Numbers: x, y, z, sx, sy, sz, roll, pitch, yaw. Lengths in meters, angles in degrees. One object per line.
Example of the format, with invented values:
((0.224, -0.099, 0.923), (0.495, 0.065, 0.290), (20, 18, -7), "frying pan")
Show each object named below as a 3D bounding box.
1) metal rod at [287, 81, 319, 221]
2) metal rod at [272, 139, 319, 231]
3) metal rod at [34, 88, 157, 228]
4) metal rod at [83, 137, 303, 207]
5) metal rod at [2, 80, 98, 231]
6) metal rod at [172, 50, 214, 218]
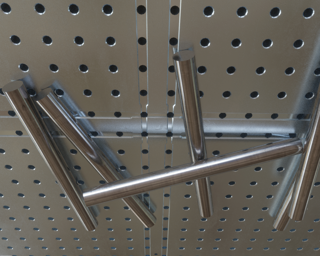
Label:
((0.203, 0.012, 0.401), (0.025, 0.025, 0.298), (-3, 124, 2), "metal rod")
((0.221, 0.062, 0.465), (0.025, 0.025, 0.298), (1, 130, -1), "metal rod")
((-0.080, 0.063, 0.463), (0.025, 0.025, 0.299), (-19, 128, 15), "metal rod")
((0.047, 0.059, 0.424), (0.302, 0.025, 0.025), (-13, 130, -4), "metal rod")
((-0.149, 0.062, 0.463), (0.025, 0.025, 0.299), (-8, 130, 6), "metal rod")
((0.053, 0.032, 0.438), (0.025, 0.025, 0.299), (-8, 130, 7), "metal rod")
